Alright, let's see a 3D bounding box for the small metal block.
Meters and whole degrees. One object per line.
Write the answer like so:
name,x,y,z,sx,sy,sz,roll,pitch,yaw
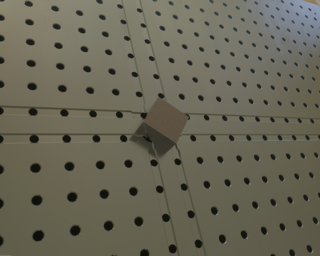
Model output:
small metal block,0.004,-0.006,0.413,0.050,0.025,0.050,34,52,-7
